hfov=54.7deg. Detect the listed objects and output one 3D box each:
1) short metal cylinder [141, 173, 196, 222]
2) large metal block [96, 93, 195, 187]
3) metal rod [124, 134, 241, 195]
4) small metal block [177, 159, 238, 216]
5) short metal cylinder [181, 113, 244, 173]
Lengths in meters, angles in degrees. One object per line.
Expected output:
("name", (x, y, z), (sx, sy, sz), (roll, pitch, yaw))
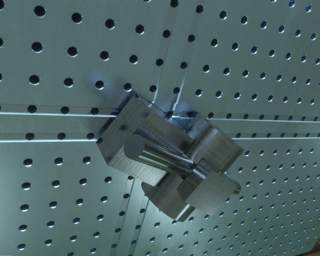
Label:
("short metal cylinder", (0.021, 0.084, 0.434), (0.080, 0.080, 0.050), (34, 99, -39))
("large metal block", (-0.018, 0.017, 0.388), (0.080, 0.050, 0.080), (33, 100, -39))
("metal rod", (0.052, 0.062, 0.423), (0.025, 0.025, 0.301), (-50, 144, 7))
("small metal block", (0.058, 0.075, 0.383), (0.050, 0.025, 0.050), (35, 99, -30))
("short metal cylinder", (0.067, 0.023, 0.423), (0.080, 0.080, 0.050), (31, 101, -38))
